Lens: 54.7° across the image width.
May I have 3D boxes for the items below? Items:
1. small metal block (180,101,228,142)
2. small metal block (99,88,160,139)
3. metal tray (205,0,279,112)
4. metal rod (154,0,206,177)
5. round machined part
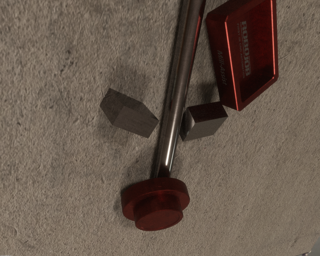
[{"bbox_3d":[0.056,-0.008,0.420,0.050,0.025,0.050,-11,153,-23],"label":"small metal block"},{"bbox_3d":[-0.036,-0.017,0.361,0.050,0.050,0.025,22,106,-37],"label":"small metal block"},{"bbox_3d":[0.109,-0.097,0.390,0.090,0.030,0.129,-37,131,-22],"label":"metal tray"},{"bbox_3d":[0.023,-0.045,0.392,0.025,0.025,0.298,-5,121,-26],"label":"metal rod"},{"bbox_3d":[-0.005,0.115,0.444,0.099,0.042,0.097,-9,141,-7],"label":"round machined part"}]
